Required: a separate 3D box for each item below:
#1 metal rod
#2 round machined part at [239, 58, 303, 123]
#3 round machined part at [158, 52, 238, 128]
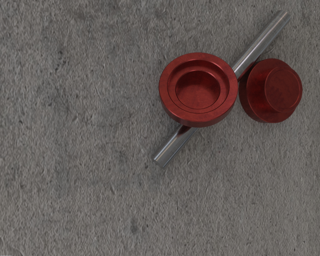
[{"bbox_3d":[0.093,-0.062,0.443,0.025,0.025,0.300,45,76,-15],"label":"metal rod"},{"bbox_3d":[0.172,-0.056,0.464,0.099,0.042,0.097,0,90,-20],"label":"round machined part"},{"bbox_3d":[0.049,-0.046,0.403,0.099,0.042,0.098,-1,69,3],"label":"round machined part"}]
